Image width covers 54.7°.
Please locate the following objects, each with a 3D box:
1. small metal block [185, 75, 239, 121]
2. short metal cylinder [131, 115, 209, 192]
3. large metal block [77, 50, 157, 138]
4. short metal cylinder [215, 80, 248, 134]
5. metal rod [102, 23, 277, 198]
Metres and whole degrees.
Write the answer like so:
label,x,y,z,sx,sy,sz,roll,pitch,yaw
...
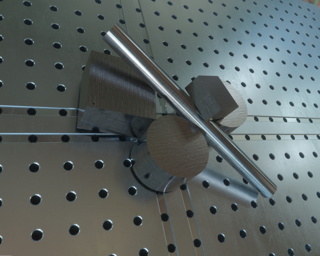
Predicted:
label,x,y,z,sx,sy,sz,roll,pitch,yaw
small metal block,0.066,-0.038,0.389,0.050,0.025,0.050,-11,66,-52
short metal cylinder,0.011,0.031,0.375,0.081,0.050,0.080,14,56,-21
large metal block,-0.053,-0.039,0.381,0.081,0.050,0.080,10,57,-23
short metal cylinder,0.077,-0.025,0.444,0.081,0.050,0.080,14,56,-21
metal rod,0.048,-0.011,0.391,0.300,0.025,0.025,43,50,-17
